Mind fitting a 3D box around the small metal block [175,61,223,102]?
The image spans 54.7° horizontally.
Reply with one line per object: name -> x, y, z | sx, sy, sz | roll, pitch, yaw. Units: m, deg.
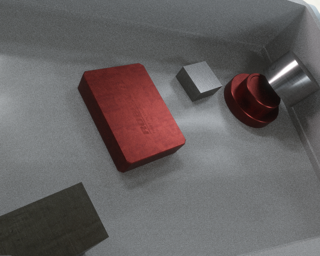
small metal block -> 0.061, -0.074, 0.486 | 0.050, 0.025, 0.050 | -21, 73, -36

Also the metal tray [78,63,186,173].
metal tray -> -0.036, -0.018, 0.395 | 0.091, 0.030, 0.130 | -18, 71, -35

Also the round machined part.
round machined part -> 0.160, -0.052, 0.515 | 0.099, 0.042, 0.098 | 14, 56, -21

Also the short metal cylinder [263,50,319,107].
short metal cylinder -> 0.217, -0.081, 0.511 | 0.080, 0.050, 0.080 | 34, 35, -28

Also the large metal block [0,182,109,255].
large metal block -> -0.100, 0.096, 0.259 | 0.081, 0.080, 0.050 | -20, 73, -36
